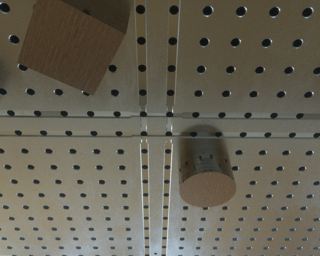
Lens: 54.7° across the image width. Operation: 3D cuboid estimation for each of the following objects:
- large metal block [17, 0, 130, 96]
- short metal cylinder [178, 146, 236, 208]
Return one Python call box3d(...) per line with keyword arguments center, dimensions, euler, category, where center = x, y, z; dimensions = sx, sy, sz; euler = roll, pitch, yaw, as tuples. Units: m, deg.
box3d(center=(-0.087, -0.092, 0.316), dimensions=(0.080, 0.050, 0.080), euler=(23, 126, -19), category="large metal block")
box3d(center=(0.068, 0.073, 0.458), dimensions=(0.081, 0.050, 0.079), euler=(0, 130, 0), category="short metal cylinder")
